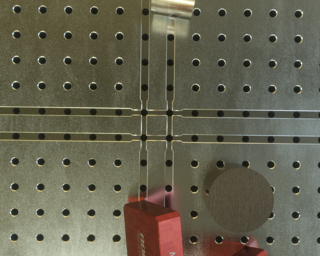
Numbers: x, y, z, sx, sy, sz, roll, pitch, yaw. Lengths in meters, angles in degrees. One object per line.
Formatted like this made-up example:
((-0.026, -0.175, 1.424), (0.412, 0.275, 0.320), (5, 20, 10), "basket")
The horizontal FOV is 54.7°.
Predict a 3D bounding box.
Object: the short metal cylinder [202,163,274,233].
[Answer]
((0.098, 0.088, 0.402), (0.081, 0.050, 0.079), (0, 90, 0), "short metal cylinder")

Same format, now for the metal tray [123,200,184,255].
((-0.008, 0.161, 0.379), (0.030, 0.090, 0.129), (-5, 90, -31), "metal tray")

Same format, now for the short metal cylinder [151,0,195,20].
((0.021, -0.180, 0.386), (0.050, 0.080, 0.080), (10, 90, 0), "short metal cylinder")

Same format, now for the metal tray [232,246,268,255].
((0.090, 0.212, 0.372), (0.131, 0.030, 0.089), (-12, 90, -41), "metal tray")
